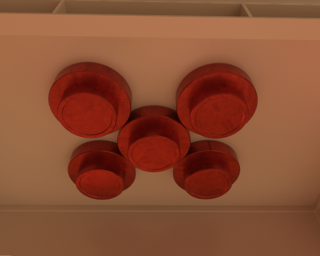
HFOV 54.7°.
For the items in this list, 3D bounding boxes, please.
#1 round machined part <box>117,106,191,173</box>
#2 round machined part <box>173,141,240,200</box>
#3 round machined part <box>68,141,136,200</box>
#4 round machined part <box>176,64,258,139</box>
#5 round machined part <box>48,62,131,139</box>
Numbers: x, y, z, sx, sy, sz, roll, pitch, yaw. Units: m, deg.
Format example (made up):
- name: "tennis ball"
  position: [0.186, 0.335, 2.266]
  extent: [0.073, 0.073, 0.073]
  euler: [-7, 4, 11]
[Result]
- name: "round machined part"
  position: [-0.008, 0.022, 0.414]
  extent: [0.099, 0.042, 0.097]
  euler: [-1, 130, 0]
- name: "round machined part"
  position: [0.069, 0.068, 0.455]
  extent: [0.099, 0.042, 0.097]
  euler: [-1, 130, 0]
- name: "round machined part"
  position: [-0.085, 0.068, 0.453]
  extent: [0.099, 0.042, 0.097]
  euler: [-1, 130, 0]
- name: "round machined part"
  position: [0.069, -0.025, 0.376]
  extent: [0.099, 0.042, 0.097]
  euler: [-1, 130, 0]
- name: "round machined part"
  position: [-0.084, -0.026, 0.373]
  extent: [0.099, 0.042, 0.097]
  euler: [-1, 130, 0]
